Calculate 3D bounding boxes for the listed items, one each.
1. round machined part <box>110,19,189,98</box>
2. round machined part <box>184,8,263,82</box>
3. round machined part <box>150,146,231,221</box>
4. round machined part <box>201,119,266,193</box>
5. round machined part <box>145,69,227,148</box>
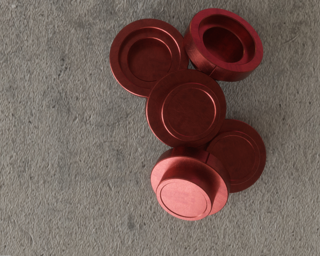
[{"bbox_3d":[-0.013,-0.087,0.402,0.099,0.042,0.097,0,90,-1],"label":"round machined part"},{"bbox_3d":[0.075,-0.099,0.390,0.099,0.042,0.098,8,63,-16],"label":"round machined part"},{"bbox_3d":[0.034,0.074,0.378,0.098,0.042,0.097,11,125,16],"label":"round machined part"},{"bbox_3d":[0.090,0.037,0.404,0.099,0.042,0.097,0,90,-1],"label":"round machined part"},{"bbox_3d":[0.033,-0.021,0.370,0.099,0.042,0.097,-2,101,-8],"label":"round machined part"}]
